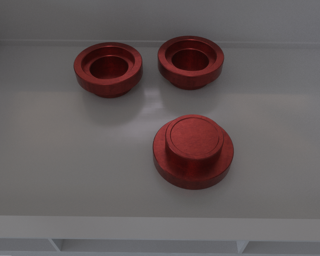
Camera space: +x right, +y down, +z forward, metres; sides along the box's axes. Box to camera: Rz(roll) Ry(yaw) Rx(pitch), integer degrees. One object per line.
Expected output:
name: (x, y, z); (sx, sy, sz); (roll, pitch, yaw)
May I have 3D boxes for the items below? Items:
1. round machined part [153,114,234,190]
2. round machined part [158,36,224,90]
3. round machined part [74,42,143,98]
round machined part: (0.040, 0.022, 0.376); (0.099, 0.042, 0.098); (0, 50, 0)
round machined part: (0.046, -0.096, 0.475); (0.099, 0.042, 0.098); (0, 50, 0)
round machined part: (-0.075, -0.082, 0.463); (0.099, 0.042, 0.098); (0, 50, 0)
